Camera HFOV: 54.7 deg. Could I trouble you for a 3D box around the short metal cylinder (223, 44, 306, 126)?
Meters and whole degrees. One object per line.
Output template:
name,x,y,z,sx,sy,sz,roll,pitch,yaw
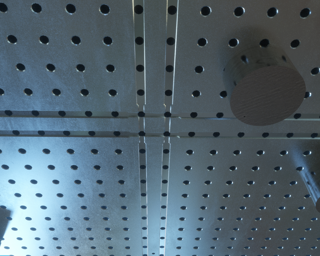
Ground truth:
short metal cylinder,0.117,-0.049,0.356,0.081,0.050,0.079,-1,130,0

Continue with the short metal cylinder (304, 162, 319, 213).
short metal cylinder,0.272,0.092,0.478,0.081,0.050,0.079,-1,130,0
